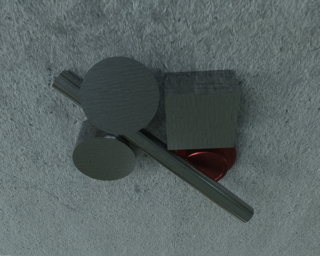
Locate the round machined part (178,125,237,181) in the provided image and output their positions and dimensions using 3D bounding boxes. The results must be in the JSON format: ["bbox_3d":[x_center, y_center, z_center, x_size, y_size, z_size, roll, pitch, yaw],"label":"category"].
[{"bbox_3d":[0.058,0.044,0.434,0.099,0.042,0.097,0,130,0],"label":"round machined part"}]

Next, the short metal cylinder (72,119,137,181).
[{"bbox_3d":[-0.071,0.025,0.414,0.081,0.050,0.079,0,130,0],"label":"short metal cylinder"}]

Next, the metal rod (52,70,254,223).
[{"bbox_3d":[0.000,0.030,0.390,0.301,0.025,0.025,37,122,-12],"label":"metal rod"}]

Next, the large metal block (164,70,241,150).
[{"bbox_3d":[0.047,-0.021,0.372,0.080,0.050,0.079,-3,130,2],"label":"large metal block"}]

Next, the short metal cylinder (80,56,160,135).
[{"bbox_3d":[-0.045,-0.034,0.338,0.081,0.050,0.079,-1,92,-14],"label":"short metal cylinder"}]
